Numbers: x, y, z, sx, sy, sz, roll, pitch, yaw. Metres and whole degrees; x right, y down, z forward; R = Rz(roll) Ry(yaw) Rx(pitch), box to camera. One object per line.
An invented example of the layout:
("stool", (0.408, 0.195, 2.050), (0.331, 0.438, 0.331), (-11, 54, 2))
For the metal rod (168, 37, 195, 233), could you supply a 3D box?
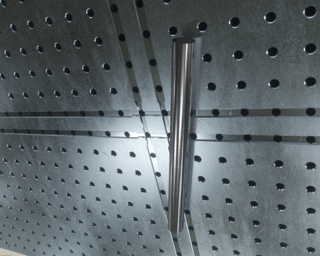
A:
("metal rod", (0.025, 0.031, 0.415), (0.025, 0.025, 0.298), (13, 124, 20))
